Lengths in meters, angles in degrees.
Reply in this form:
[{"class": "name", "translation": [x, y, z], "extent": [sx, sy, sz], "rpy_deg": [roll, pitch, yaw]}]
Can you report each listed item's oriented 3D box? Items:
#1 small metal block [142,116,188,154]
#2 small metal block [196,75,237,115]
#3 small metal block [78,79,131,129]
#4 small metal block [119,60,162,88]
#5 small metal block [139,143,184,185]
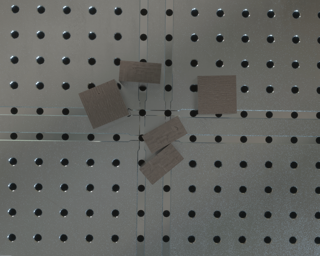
[{"class": "small metal block", "translation": [0.006, 0.008, 0.401], "extent": [0.050, 0.050, 0.025], "rpy_deg": [-30, 90, 0]}, {"class": "small metal block", "translation": [0.074, -0.043, 0.414], "extent": [0.050, 0.025, 0.050], "rpy_deg": [-1, 90, -1]}, {"class": "small metal block", "translation": [-0.073, -0.031, 0.412], "extent": [0.050, 0.025, 0.050], "rpy_deg": [-23, 90, -1]}, {"class": "small metal block", "translation": [-0.024, -0.068, 0.401], "extent": [0.050, 0.050, 0.025], "rpy_deg": [4, 90, -1]}, {"class": "small metal block", "translation": [0.002, 0.044, 0.401], "extent": [0.050, 0.050, 0.025], "rpy_deg": [-40, 91, 0]}]
